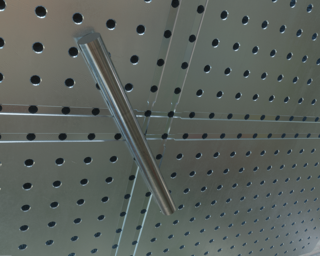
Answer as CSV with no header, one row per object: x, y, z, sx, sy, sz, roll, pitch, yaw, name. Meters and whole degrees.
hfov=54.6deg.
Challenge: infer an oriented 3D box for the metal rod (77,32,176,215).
-0.029,0.019,0.406,0.025,0.025,0.299,-29,128,-10,metal rod
